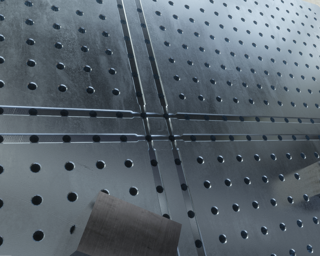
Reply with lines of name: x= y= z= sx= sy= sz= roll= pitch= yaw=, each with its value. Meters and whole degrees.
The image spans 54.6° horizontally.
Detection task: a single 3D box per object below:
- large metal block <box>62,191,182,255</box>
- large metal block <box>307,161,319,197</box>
large metal block: x=-0.038 y=0.108 z=0.286 sx=0.080 sy=0.080 sz=0.050 roll=26 pitch=53 yaw=-12
large metal block: x=0.297 y=0.077 z=0.485 sx=0.081 sy=0.080 sz=0.050 roll=15 pitch=56 yaw=-20
